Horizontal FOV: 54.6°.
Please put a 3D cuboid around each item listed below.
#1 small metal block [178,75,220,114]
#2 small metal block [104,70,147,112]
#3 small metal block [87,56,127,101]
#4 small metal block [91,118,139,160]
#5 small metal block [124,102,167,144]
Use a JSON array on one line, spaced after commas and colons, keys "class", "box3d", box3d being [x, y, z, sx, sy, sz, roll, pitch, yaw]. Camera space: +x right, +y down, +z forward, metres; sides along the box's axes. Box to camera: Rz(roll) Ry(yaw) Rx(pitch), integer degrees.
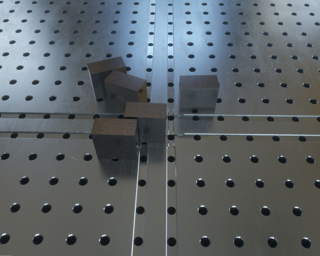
[{"class": "small metal block", "box3d": [0.052, -0.046, 0.431, 0.050, 0.050, 0.025, -1, 50, -1]}, {"class": "small metal block", "box3d": [-0.046, -0.048, 0.431, 0.050, 0.050, 0.025, 19, 53, 15]}, {"class": "small metal block", "box3d": [-0.075, -0.072, 0.452, 0.050, 0.050, 0.025, -16, 52, -13]}, {"class": "small metal block", "box3d": [-0.053, 0.014, 0.380, 0.050, 0.050, 0.025, 2, 50, 2]}, {"class": "small metal block", "box3d": [-0.017, -0.006, 0.397, 0.050, 0.050, 0.025, 3, 50, 2]}]
